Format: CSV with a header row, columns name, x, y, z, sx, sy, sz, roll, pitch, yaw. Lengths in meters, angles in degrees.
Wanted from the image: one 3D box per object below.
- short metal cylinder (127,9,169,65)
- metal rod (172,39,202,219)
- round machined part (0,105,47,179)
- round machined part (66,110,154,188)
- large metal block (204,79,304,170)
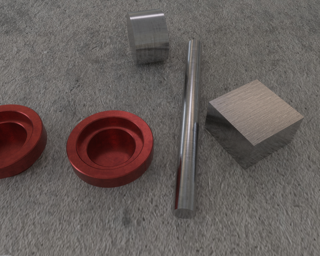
name,x,y,z,sx,sy,sz,roll,pitch,yaw
short metal cylinder,-0.020,-0.143,0.488,0.050,0.080,0.080,-11,51,-9
metal rod,0.042,-0.024,0.423,0.025,0.025,0.300,5,50,4
round machined part,-0.186,0.021,0.373,0.099,0.042,0.098,0,50,0
round machined part,-0.056,0.028,0.368,0.099,0.042,0.098,0,50,0
large metal block,0.116,-0.007,0.394,0.081,0.050,0.080,-26,55,-20
